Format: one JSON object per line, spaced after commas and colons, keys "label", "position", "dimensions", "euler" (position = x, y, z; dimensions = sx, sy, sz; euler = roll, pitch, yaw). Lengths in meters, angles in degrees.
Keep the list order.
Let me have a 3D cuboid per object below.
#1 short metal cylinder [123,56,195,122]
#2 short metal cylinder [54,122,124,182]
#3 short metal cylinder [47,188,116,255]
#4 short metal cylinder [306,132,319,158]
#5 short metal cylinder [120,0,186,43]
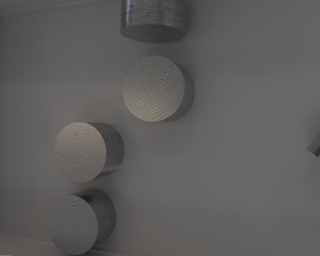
{"label": "short metal cylinder", "position": [0.000, -0.047, 0.397], "dimensions": [0.080, 0.050, 0.080], "euler": [0, 90, 20]}
{"label": "short metal cylinder", "position": [-0.098, 0.032, 0.432], "dimensions": [0.080, 0.050, 0.080], "euler": [0, 90, 20]}
{"label": "short metal cylinder", "position": [-0.109, 0.129, 0.436], "dimensions": [0.080, 0.050, 0.080], "euler": [0, 90, 20]}
{"label": "short metal cylinder", "position": [0.199, 0.025, 0.311], "dimensions": [0.080, 0.080, 0.050], "euler": [37, 102, 16]}
{"label": "short metal cylinder", "position": [-0.008, -0.141, 0.384], "dimensions": [0.080, 0.080, 0.050], "euler": [2, 91, 20]}
